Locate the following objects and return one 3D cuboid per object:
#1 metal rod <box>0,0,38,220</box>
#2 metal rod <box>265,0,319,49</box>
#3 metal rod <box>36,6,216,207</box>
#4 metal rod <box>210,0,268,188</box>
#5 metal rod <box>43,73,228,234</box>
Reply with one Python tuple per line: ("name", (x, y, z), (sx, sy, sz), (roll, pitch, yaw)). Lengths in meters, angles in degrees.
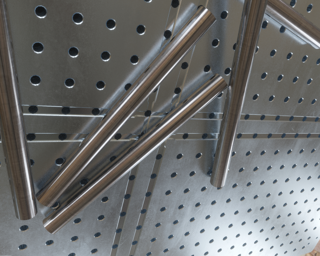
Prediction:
("metal rod", (-0.153, -0.024, 0.312), (0.025, 0.025, 0.298), (-9, 122, -24))
("metal rod", (0.116, -0.162, 0.373), (0.302, 0.025, 0.025), (15, 110, -35))
("metal rod", (-0.044, -0.021, 0.373), (0.300, 0.025, 0.025), (-48, 129, 5))
("metal rod", (0.102, -0.030, 0.431), (0.025, 0.025, 0.298), (-13, 129, -21))
("metal rod", (-0.032, 0.033, 0.413), (0.300, 0.025, 0.025), (-40, 129, -1))
